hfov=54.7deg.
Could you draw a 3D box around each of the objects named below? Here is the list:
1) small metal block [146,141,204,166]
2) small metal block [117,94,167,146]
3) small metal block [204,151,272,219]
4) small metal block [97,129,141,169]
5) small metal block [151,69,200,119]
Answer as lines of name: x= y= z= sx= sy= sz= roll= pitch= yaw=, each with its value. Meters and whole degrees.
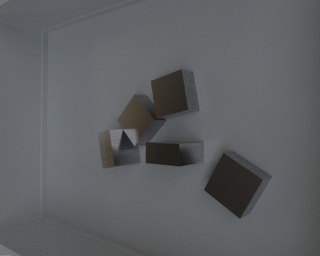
small metal block: x=0.018 y=0.030 z=0.376 sx=0.050 sy=0.050 sz=0.025 roll=0 pitch=90 yaw=40
small metal block: x=-0.026 y=-0.011 z=0.429 sx=0.050 sy=0.025 sz=0.050 roll=-52 pitch=60 yaw=27
small metal block: x=0.084 y=0.061 z=0.338 sx=0.050 sy=0.025 sz=0.050 roll=36 pitch=112 yaw=34
small metal block: x=-0.057 y=0.029 z=0.438 sx=0.025 sy=0.050 sz=0.050 roll=-16 pitch=80 yaw=39
small metal block: x=0.019 y=-0.041 z=0.392 sx=0.050 sy=0.025 sz=0.050 roll=-14 pitch=81 yaw=39
